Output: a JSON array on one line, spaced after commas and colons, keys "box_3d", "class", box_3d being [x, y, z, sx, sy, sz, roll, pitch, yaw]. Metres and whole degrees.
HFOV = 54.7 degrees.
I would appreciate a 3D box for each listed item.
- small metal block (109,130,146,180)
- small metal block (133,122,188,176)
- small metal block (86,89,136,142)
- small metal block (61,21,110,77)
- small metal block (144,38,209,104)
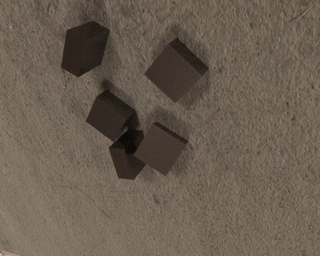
[{"box_3d": [-0.041, 0.036, 0.433, 0.025, 0.050, 0.050, 2, 119, 27], "class": "small metal block"}, {"box_3d": [0.002, 0.027, 0.409, 0.050, 0.025, 0.050, 32, 102, 6], "class": "small metal block"}, {"box_3d": [-0.069, -0.017, 0.431, 0.050, 0.025, 0.050, 37, 129, 3], "class": "small metal block"}, {"box_3d": [-0.091, -0.097, 0.377, 0.025, 0.050, 0.050, 31, 128, 8], "class": "small metal block"}, {"box_3d": [0.019, -0.065, 0.356, 0.050, 0.025, 0.050, 43, 129, -2], "class": "small metal block"}]
